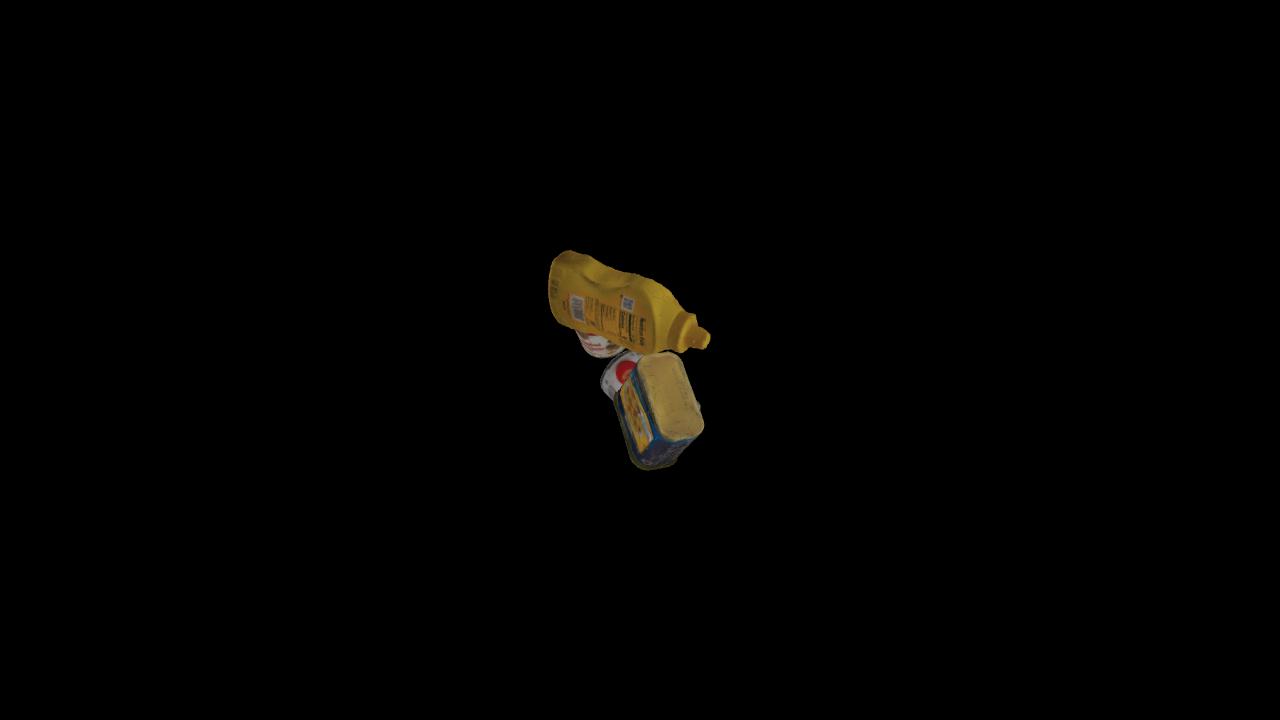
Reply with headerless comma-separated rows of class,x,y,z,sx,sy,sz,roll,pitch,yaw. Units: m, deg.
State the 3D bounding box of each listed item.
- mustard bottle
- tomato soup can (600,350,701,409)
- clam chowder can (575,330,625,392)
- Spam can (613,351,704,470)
mustard bottle,-0.010,-0.049,0.648,0.184,0.092,0.054,22,40,24
tomato soup can,0.010,0.042,0.699,0.068,0.068,0.101,0,35,-49
clam chowder can,-0.053,-0.056,0.756,0.068,0.068,0.102,0,-33,14
Spam can,0.018,0.053,0.646,0.058,0.101,0.085,-8,-26,-23
